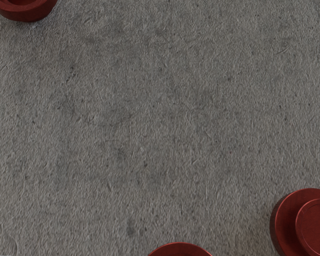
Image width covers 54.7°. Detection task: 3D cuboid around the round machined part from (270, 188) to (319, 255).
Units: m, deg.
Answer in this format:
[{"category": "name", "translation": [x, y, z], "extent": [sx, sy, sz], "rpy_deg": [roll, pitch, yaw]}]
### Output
[{"category": "round machined part", "translation": [0.183, 0.118, 0.357], "extent": [0.099, 0.042, 0.098], "rpy_deg": [0, 70, 0]}]

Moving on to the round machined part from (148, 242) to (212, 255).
[{"category": "round machined part", "translation": [0.021, 0.175, 0.335], "extent": [0.099, 0.042, 0.098], "rpy_deg": [0, 70, 0]}]

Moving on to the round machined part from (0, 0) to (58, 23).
[{"category": "round machined part", "translation": [-0.203, -0.201, 0.471], "extent": [0.099, 0.042, 0.098], "rpy_deg": [0, 70, 0]}]
